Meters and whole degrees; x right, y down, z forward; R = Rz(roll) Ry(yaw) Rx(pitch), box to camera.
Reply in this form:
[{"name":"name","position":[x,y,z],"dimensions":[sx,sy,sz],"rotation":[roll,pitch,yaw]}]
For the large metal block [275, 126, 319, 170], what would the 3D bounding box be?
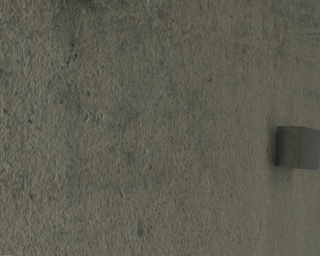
[{"name":"large metal block","position":[0.278,0.041,0.621],"dimensions":[0.081,0.050,0.080],"rotation":[9,85,-40]}]
